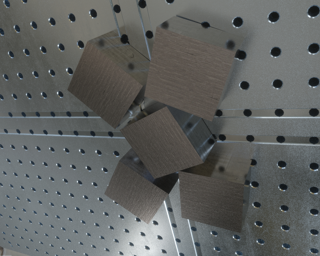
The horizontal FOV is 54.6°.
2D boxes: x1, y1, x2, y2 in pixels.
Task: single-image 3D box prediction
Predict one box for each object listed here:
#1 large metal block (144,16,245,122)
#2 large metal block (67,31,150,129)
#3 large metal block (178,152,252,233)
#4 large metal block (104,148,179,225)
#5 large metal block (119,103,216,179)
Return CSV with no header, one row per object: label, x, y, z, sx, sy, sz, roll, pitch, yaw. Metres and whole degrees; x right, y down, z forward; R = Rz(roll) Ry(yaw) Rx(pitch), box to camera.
large metal block,0.035,-0.065,0.335,0.080,0.050,0.079,21,127,12
large metal block,-0.058,-0.060,0.389,0.080,0.050,0.080,39,130,2
large metal block,0.073,0.081,0.407,0.080,0.050,0.080,8,122,23
large metal block,-0.026,0.082,0.458,0.080,0.050,0.080,33,129,7
large metal block,0.011,0.010,0.395,0.080,0.050,0.080,-25,105,37
